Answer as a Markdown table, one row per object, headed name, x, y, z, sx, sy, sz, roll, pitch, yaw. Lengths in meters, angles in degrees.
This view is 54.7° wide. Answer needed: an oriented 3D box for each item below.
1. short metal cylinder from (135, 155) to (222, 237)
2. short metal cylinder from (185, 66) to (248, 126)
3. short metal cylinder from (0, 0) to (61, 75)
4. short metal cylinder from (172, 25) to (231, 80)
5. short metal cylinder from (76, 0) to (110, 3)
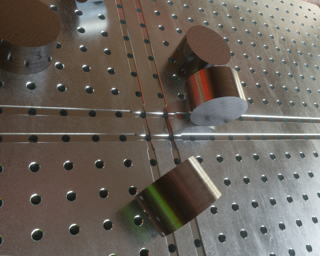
| name | x | y | z | sx | sy | sz | roll | pitch | yaw |
| --- | --- | --- | --- | --- | --- | --- | --- | --- | --- |
| short metal cylinder | 0.020 | 0.073 | 0.338 | 0.081 | 0.080 | 0.050 | -28 | 77 | -37 |
| short metal cylinder | 0.078 | -0.043 | 0.441 | 0.081 | 0.080 | 0.050 | 5 | 60 | -26 |
| short metal cylinder | -0.165 | -0.111 | 0.371 | 0.081 | 0.050 | 0.080 | 14 | 56 | -21 |
| short metal cylinder | 0.066 | -0.117 | 0.499 | 0.081 | 0.050 | 0.080 | 14 | 56 | -21 |
| short metal cylinder | -0.100 | -0.231 | 0.459 | 0.050 | 0.080 | 0.080 | -25 | 75 | -37 |
